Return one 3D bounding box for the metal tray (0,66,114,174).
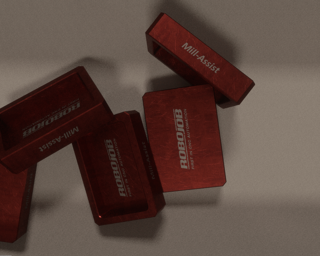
[{"bbox_3d":[-0.132,-0.014,0.373,0.131,0.030,0.090,-31,48,-8],"label":"metal tray"}]

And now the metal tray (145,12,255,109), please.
[{"bbox_3d":[0.044,-0.076,0.379,0.130,0.090,0.030,37,90,-1],"label":"metal tray"}]

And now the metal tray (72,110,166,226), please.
[{"bbox_3d":[-0.054,0.051,0.392,0.090,0.030,0.129,-16,90,22],"label":"metal tray"}]

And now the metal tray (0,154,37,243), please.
[{"bbox_3d":[-0.217,0.076,0.406,0.091,0.030,0.129,9,90,-1],"label":"metal tray"}]

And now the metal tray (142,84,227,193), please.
[{"bbox_3d":[0.032,0.013,0.403,0.090,0.030,0.129,-8,91,7],"label":"metal tray"}]
